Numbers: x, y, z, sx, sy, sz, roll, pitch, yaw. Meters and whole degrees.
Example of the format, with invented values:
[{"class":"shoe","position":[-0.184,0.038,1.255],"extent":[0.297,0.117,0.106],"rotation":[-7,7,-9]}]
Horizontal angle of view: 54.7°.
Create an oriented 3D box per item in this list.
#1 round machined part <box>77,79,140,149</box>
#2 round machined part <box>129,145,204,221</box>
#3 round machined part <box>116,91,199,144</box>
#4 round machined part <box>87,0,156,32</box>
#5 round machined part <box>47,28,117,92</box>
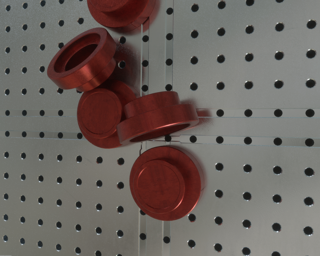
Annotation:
[{"class":"round machined part","position":[-0.074,-0.020,0.428],"extent":[0.098,0.042,0.097],"rotation":[0,90,19]},{"class":"round machined part","position":[0.005,0.072,0.401],"extent":[0.098,0.042,0.097],"rotation":[0,90,19]},{"class":"round machined part","position":[-0.006,-0.014,0.375],"extent":[0.098,0.098,0.042],"rotation":[-18,82,19]},{"class":"round machined part","position":[-0.058,-0.186,0.423],"extent":[0.098,0.042,0.097],"rotation":[0,90,19]},{"class":"round machined part","position":[-0.100,-0.088,0.420],"extent":[0.098,0.042,0.098],"rotation":[-20,44,20]}]
